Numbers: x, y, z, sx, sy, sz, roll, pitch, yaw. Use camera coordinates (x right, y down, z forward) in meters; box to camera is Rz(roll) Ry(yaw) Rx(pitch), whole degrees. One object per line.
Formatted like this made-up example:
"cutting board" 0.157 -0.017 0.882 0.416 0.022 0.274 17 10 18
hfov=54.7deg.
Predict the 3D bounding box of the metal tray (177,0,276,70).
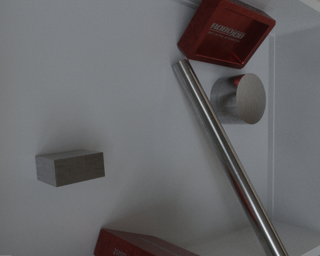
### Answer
"metal tray" 0.099 -0.137 0.453 0.131 0.030 0.089 0 135 -40

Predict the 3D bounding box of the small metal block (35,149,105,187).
"small metal block" -0.092 0.039 0.315 0.050 0.050 0.025 -7 95 -40

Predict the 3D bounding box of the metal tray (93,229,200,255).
"metal tray" -0.001 0.146 0.339 0.090 0.130 0.030 25 75 -38

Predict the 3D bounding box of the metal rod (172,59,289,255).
"metal rod" 0.092 0.043 0.412 0.025 0.025 0.299 -18 78 -39

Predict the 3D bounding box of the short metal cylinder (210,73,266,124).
"short metal cylinder" 0.126 -0.045 0.499 0.081 0.050 0.079 0 90 -40
